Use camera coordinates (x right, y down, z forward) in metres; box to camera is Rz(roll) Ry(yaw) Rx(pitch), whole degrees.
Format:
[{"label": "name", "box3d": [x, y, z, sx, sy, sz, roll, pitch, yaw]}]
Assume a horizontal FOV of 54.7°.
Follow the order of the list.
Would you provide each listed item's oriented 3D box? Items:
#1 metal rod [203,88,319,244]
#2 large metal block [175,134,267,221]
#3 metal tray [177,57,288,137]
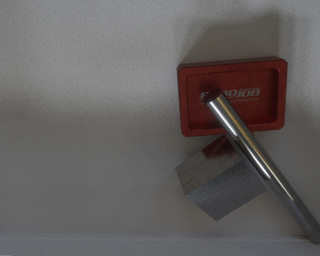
[{"label": "metal rod", "box3d": [0.152, 0.065, 0.416, 0.025, 0.025, 0.300, -37, 115, 12]}, {"label": "large metal block", "box3d": [0.080, 0.068, 0.411, 0.080, 0.050, 0.080, -36, 127, 12]}, {"label": "metal tray", "box3d": [0.090, -0.040, 0.395, 0.131, 0.030, 0.089, -5, 110, 1]}]
